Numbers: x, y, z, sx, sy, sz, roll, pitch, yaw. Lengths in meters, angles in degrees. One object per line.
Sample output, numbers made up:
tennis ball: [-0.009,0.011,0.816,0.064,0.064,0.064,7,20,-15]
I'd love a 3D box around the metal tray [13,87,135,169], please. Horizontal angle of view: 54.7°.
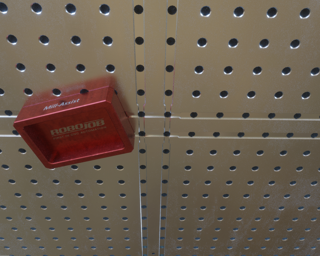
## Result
metal tray: [-0.109,0.004,0.409,0.131,0.030,0.090,-12,129,10]
